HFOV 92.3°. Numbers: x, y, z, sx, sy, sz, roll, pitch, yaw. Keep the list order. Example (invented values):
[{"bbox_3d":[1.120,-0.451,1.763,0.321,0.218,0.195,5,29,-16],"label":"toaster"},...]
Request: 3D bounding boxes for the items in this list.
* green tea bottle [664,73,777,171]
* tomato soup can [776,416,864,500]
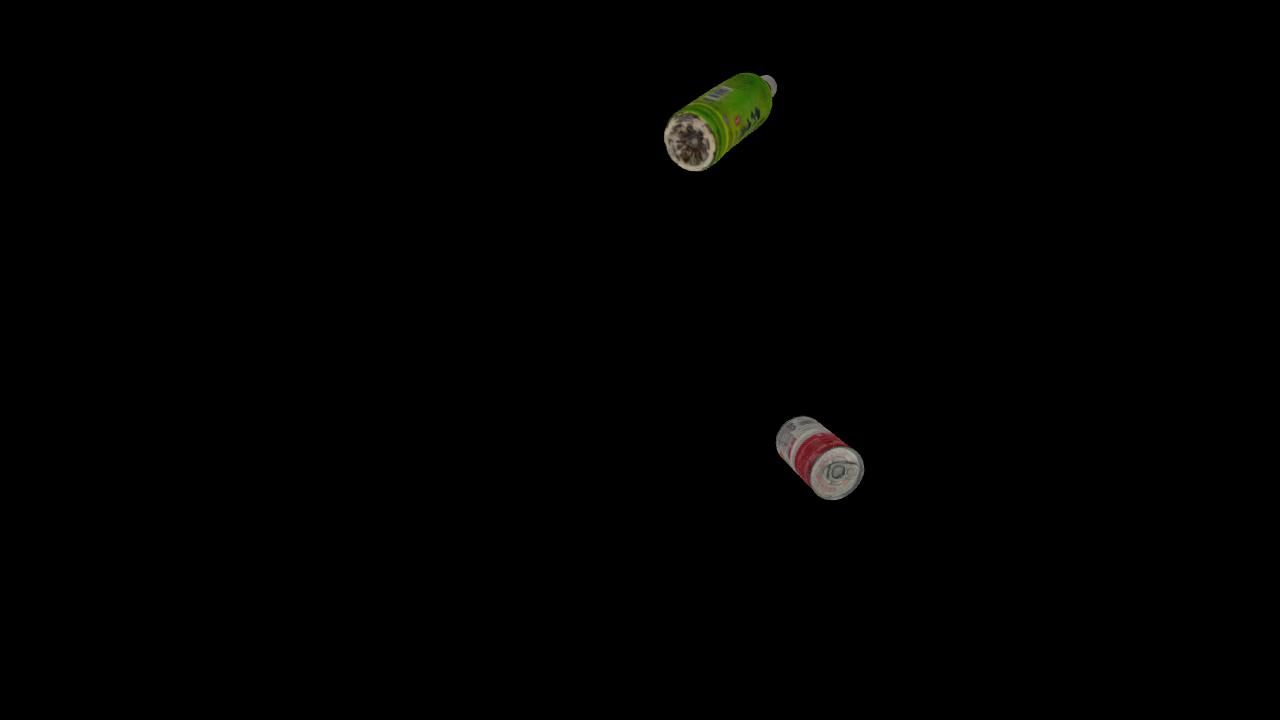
[{"bbox_3d":[0.109,-0.297,0.735,0.073,0.073,0.212,0,36,42],"label":"green tea bottle"},{"bbox_3d":[0.214,0.116,0.747,0.068,0.068,0.101,0,16,-12],"label":"tomato soup can"}]
